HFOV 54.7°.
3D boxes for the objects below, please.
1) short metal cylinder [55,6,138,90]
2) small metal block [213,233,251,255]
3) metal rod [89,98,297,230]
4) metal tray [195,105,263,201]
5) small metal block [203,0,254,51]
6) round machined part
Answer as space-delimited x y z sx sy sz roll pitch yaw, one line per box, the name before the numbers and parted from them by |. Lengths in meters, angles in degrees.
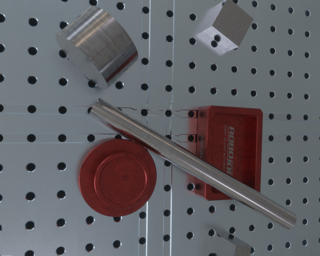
short metal cylinder | -0.072 -0.091 0.357 0.080 0.080 0.050 46 76 -14
small metal block | 0.100 0.182 0.436 0.025 0.050 0.050 10 87 -20
metal rod | 0.047 0.050 0.401 0.301 0.025 0.025 31 80 -7
metal tray | 0.100 0.035 0.446 0.091 0.030 0.129 2 89 -20
small metal block | 0.099 -0.149 0.449 0.050 0.025 0.050 32 80 -17
round machined part | -0.050 0.062 0.385 0.099 0.042 0.097 0 90 -20
